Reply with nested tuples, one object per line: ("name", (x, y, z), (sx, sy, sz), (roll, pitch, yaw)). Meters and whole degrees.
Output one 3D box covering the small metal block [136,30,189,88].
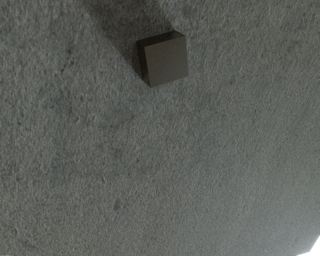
("small metal block", (0.004, -0.080, 0.361), (0.050, 0.025, 0.050), (-20, 127, -17))
